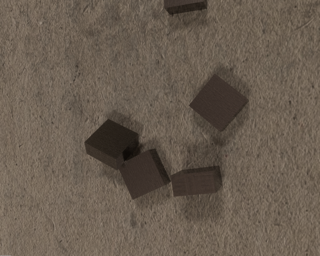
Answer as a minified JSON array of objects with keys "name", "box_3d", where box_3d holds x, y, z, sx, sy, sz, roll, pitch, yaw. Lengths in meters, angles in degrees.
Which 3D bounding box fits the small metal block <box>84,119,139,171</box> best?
[{"name":"small metal block","box_3d":[-0.064,0.021,0.415,0.050,0.050,0.025,26,142,18]}]

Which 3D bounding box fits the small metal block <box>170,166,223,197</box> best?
[{"name":"small metal block","box_3d":[0.046,0.064,0.379,0.050,0.050,0.025,-10,87,19]}]

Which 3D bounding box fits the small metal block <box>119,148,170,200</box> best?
[{"name":"small metal block","box_3d":[-0.021,0.061,0.416,0.050,0.025,0.050,-28,81,17]}]

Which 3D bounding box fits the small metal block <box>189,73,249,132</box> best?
[{"name":"small metal block","box_3d":[0.073,-0.031,0.383,0.050,0.025,0.050,42,103,15]}]

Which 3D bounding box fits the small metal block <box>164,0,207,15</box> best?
[{"name":"small metal block","box_3d":[0.032,-0.178,0.397,0.050,0.025,0.050,-2,89,19]}]
